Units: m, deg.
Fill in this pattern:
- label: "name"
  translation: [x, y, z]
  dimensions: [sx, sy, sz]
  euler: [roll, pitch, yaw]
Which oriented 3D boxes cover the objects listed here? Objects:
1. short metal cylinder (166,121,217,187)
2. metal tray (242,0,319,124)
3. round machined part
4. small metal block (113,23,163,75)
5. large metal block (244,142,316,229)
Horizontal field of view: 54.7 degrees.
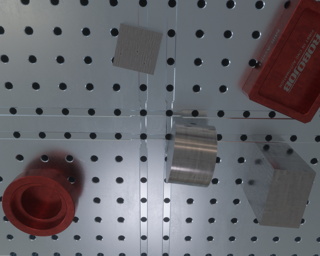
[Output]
- label: "short metal cylinder"
  translation: [0.038, 0.033, 0.397]
  dimensions: [0.050, 0.080, 0.079]
  euler: [8, 110, -3]
- label: "metal tray"
  translation: [0.174, -0.081, 0.382]
  dimensions: [0.090, 0.030, 0.129]
  euler: [22, 109, -8]
- label: "round machined part"
  translation: [-0.165, 0.101, 0.440]
  dimensions: [0.099, 0.042, 0.097]
  euler: [0, 110, 0]
- label: "small metal block"
  translation: [-0.027, -0.097, 0.378]
  dimensions: [0.050, 0.025, 0.050]
  euler: [12, 110, -5]
- label: "large metal block"
  translation: [0.154, 0.073, 0.413]
  dimensions: [0.050, 0.080, 0.079]
  euler: [5, 110, -2]
